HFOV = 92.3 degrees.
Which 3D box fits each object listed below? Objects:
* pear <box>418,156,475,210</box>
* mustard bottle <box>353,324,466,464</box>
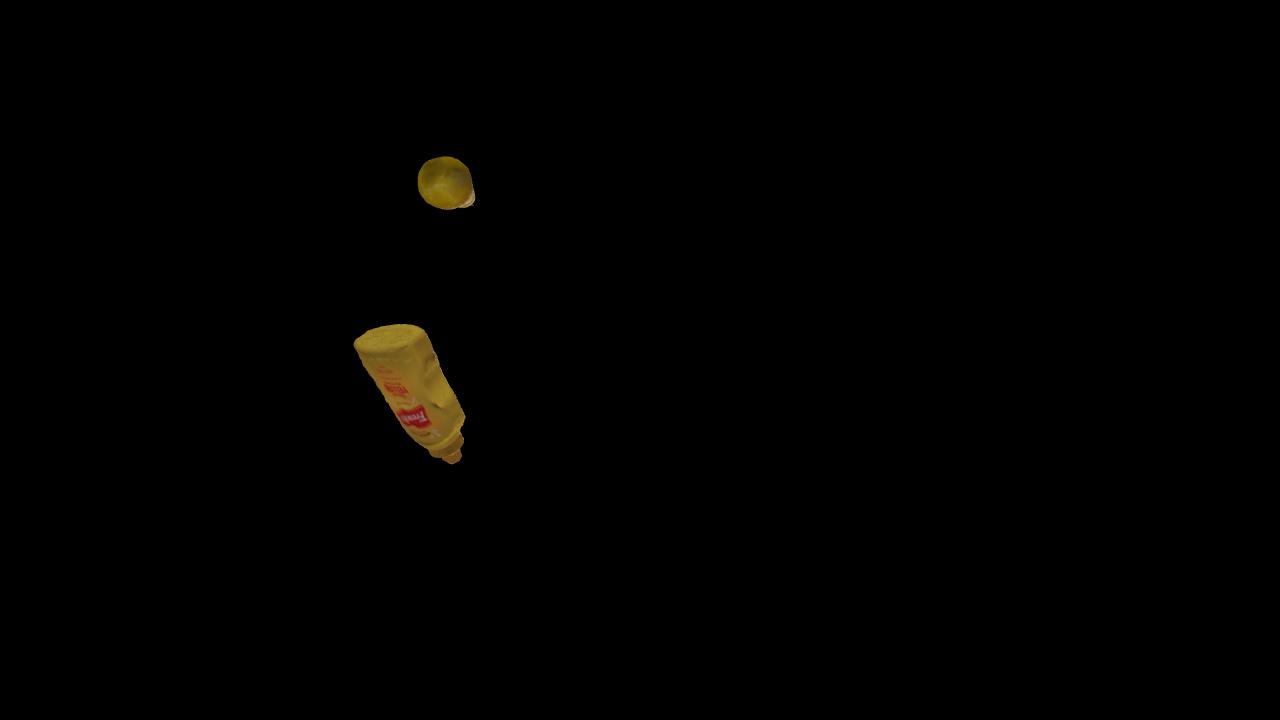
[{"bbox_3d":[-0.274,-0.252,0.919,0.080,0.080,0.111,0,-12,28],"label":"pear"},{"bbox_3d":[-0.248,0.048,0.705,0.092,0.184,0.054,-2,34,22],"label":"mustard bottle"}]
